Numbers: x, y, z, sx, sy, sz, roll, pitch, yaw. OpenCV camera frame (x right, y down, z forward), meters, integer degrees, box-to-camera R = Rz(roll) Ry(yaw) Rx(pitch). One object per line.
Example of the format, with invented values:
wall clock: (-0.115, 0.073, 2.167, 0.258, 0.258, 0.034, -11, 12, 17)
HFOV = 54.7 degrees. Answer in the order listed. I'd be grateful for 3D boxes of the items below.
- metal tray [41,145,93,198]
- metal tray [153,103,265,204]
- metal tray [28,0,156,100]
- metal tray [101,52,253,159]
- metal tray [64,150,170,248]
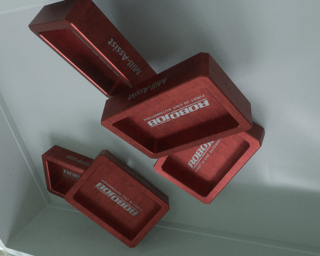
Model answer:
metal tray: (-0.136, 0.090, 0.530, 0.130, 0.030, 0.089, 17, 125, 17)
metal tray: (0.057, 0.030, 0.392, 0.090, 0.030, 0.129, 33, 129, 6)
metal tray: (-0.064, -0.076, 0.334, 0.090, 0.030, 0.130, 14, 158, 46)
metal tray: (0.016, -0.014, 0.320, 0.130, 0.030, 0.090, -21, 137, 33)
metal tray: (-0.062, 0.106, 0.464, 0.130, 0.030, 0.090, 39, 97, -8)
